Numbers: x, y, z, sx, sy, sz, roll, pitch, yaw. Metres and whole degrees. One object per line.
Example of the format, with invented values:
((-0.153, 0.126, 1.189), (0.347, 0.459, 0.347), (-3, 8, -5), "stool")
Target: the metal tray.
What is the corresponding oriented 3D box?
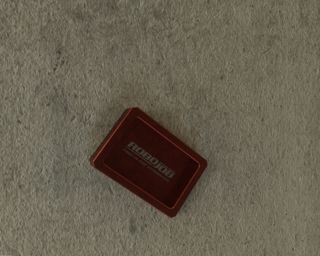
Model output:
((-0.012, 0.045, 0.404), (0.130, 0.030, 0.090), (38, 78, -17), "metal tray")
